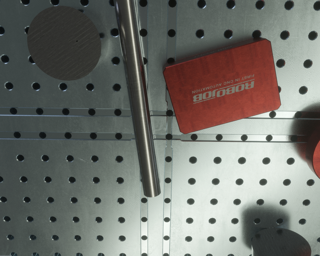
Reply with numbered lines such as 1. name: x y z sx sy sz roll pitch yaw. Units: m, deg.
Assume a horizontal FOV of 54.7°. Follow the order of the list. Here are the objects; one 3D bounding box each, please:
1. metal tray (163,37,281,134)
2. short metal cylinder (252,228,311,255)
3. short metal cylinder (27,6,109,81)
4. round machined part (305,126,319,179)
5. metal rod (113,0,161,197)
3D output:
1. metal tray: 0.077 -0.053 0.392 0.131 0.030 0.090 -15 110 5
2. short metal cylinder: 0.178 0.194 0.457 0.080 0.080 0.050 -6 110 2
3. short metal cylinder: -0.105 -0.100 0.362 0.081 0.050 0.079 0 110 0
4. round machined part: 0.245 0.027 0.416 0.099 0.042 0.097 0 110 0
5. metal rod: -0.028 -0.046 0.396 0.025 0.025 0.298 -6 110 2
